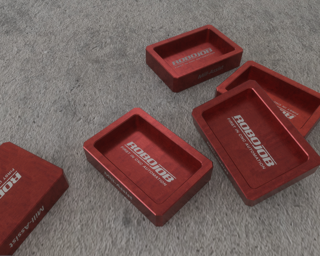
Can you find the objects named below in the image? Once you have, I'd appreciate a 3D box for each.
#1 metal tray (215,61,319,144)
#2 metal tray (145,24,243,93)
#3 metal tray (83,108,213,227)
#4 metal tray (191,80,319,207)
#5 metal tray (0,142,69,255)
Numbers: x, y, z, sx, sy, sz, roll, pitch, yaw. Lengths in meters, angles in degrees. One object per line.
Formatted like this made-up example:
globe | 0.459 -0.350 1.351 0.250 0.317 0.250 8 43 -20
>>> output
metal tray | 0.154 -0.037 0.431 0.130 0.030 0.090 35 58 25
metal tray | 0.054 -0.115 0.496 0.131 0.030 0.090 -25 55 -20
metal tray | -0.015 0.039 0.366 0.130 0.030 0.091 37 59 27
metal tray | 0.107 0.013 0.365 0.090 0.030 0.130 -28 61 -3
metal tray | -0.174 0.083 0.329 0.090 0.030 0.130 23 54 18
